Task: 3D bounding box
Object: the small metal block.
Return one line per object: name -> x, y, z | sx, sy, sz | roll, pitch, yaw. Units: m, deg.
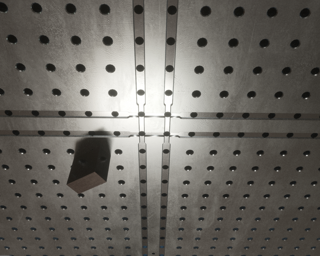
small metal block -> -0.101, 0.060, 0.445 | 0.050, 0.050, 0.025 | -25, 126, 19
